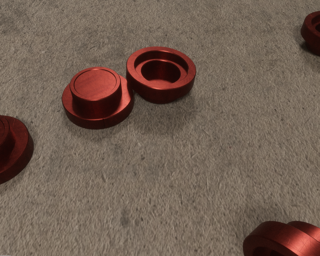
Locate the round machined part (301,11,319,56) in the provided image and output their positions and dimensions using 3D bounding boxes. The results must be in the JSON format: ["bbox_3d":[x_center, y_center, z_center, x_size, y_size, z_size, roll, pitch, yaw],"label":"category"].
[{"bbox_3d":[0.290,-0.155,0.527,0.099,0.042,0.098,0,50,0],"label":"round machined part"}]

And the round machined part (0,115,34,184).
[{"bbox_3d":[-0.209,0.020,0.373,0.099,0.042,0.098,0,50,0],"label":"round machined part"}]

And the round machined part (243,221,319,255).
[{"bbox_3d":[0.122,0.118,0.258,0.042,0.097,0.098,-32,57,-24],"label":"round machined part"}]

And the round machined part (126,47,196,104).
[{"bbox_3d":[0.000,-0.073,0.449,0.099,0.042,0.098,4,48,-4],"label":"round machined part"}]

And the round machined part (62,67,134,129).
[{"bbox_3d":[-0.087,-0.048,0.432,0.099,0.042,0.098,0,50,0],"label":"round machined part"}]
